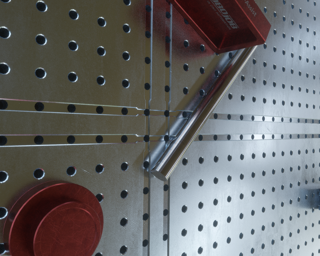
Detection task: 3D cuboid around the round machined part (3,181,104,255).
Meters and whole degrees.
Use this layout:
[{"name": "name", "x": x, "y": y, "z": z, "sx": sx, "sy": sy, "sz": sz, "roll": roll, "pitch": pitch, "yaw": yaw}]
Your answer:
[{"name": "round machined part", "x": -0.100, "y": 0.105, "z": 0.314, "sx": 0.099, "sy": 0.042, "sz": 0.097, "roll": 0, "pitch": 90, "yaw": -40}]

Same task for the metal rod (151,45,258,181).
[{"name": "metal rod", "x": 0.080, "y": -0.044, "z": 0.475, "sx": 0.025, "sy": 0.025, "sz": 0.301, "roll": 52, "pitch": 59, "yaw": -27}]

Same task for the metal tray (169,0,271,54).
[{"name": "metal tray", "x": 0.084, "y": -0.163, "z": 0.436, "sx": 0.130, "sy": 0.090, "sz": 0.030, "roll": 37, "pitch": 68, "yaw": -34}]
